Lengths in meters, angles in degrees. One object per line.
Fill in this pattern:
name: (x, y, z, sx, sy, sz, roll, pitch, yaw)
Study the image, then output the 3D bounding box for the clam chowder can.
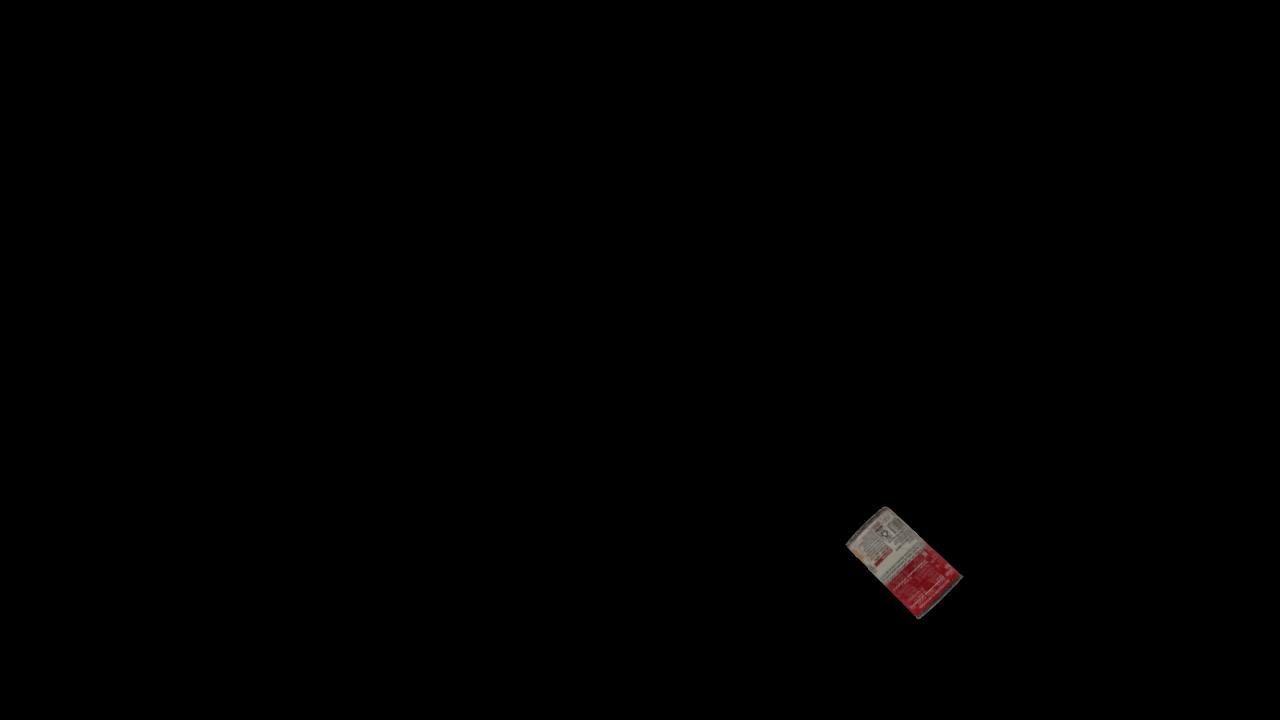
clam chowder can: (0.289, 0.221, 0.678, 0.102, 0.068, 0.068, 46, 26, 28)
